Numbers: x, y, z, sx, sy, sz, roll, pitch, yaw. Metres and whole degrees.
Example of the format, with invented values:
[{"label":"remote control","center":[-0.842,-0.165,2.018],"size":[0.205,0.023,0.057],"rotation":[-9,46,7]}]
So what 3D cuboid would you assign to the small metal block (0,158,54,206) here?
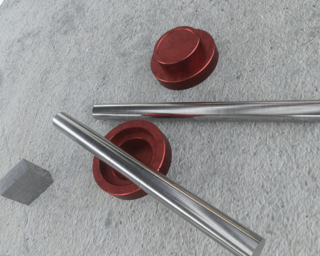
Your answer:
[{"label":"small metal block","center":[-0.190,0.078,0.440],"size":[0.050,0.050,0.025],"rotation":[-44,51,-2]}]

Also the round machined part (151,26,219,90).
[{"label":"round machined part","center":[0.030,-0.106,0.442],"size":[0.098,0.042,0.098],"rotation":[-13,56,21]}]

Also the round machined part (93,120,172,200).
[{"label":"round machined part","center":[-0.030,0.042,0.383],"size":[0.098,0.042,0.098],"rotation":[-13,56,21]}]

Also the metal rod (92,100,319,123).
[{"label":"metal rod","center":[0.038,-0.021,0.396],"size":[0.300,0.025,0.025],"rotation":[1,63,28]}]

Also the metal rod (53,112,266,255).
[{"label":"metal rod","center":[-0.029,0.045,0.337],"size":[0.300,0.025,0.025],"rotation":[27,77,37]}]
